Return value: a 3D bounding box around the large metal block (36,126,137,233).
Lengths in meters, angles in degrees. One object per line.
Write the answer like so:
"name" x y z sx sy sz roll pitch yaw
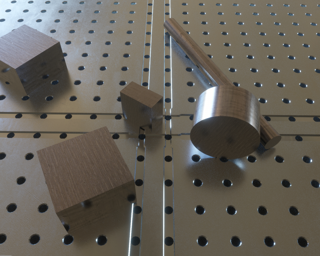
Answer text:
"large metal block" -0.080 0.055 0.345 0.081 0.050 0.080 -21 53 -17

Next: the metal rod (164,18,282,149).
"metal rod" 0.081 -0.086 0.480 0.025 0.025 0.300 -19 53 -16

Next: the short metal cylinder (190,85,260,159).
"short metal cylinder" 0.080 -0.005 0.378 0.080 0.080 0.050 9 51 7

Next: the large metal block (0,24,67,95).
"large metal block" -0.208 -0.108 0.479 0.080 0.050 0.080 29 56 22

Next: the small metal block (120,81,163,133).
"small metal block" -0.024 -0.027 0.414 0.050 0.050 0.025 29 56 21
